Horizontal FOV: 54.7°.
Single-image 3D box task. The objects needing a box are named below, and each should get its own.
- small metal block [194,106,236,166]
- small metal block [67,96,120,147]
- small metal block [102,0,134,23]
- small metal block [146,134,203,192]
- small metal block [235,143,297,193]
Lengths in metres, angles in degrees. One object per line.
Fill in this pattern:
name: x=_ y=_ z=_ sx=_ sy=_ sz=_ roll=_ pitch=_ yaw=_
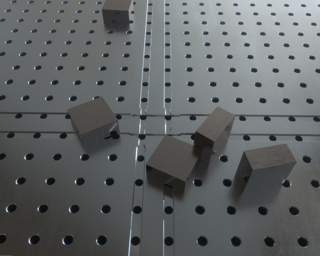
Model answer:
small metal block: x=0.066 y=0.010 z=0.384 sx=0.025 sy=0.050 sz=0.050 roll=30 pitch=56 yaw=22
small metal block: x=-0.089 y=-0.010 z=0.415 sx=0.050 sy=0.025 sz=0.050 roll=-24 pitch=54 yaw=-19
small metal block: x=-0.081 y=-0.230 z=0.600 sx=0.050 sy=0.025 sz=0.050 roll=5 pitch=50 yaw=3
small metal block: x=0.018 y=0.041 z=0.373 sx=0.050 sy=0.025 sz=0.050 roll=22 pitch=53 yaw=17
small metal block: x=0.119 y=0.046 z=0.354 sx=0.050 sy=0.050 sz=0.025 roll=-9 pitch=51 yaw=-8
